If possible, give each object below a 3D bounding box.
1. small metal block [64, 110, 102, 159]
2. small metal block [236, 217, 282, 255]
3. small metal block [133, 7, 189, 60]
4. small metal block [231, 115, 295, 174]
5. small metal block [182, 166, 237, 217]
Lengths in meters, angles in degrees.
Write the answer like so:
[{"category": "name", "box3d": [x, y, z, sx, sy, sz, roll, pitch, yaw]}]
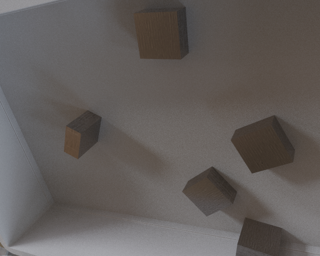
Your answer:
[{"category": "small metal block", "box3d": [-0.114, 0.009, 0.459, 0.025, 0.050, 0.050, 27, 128, 12]}, {"category": "small metal block", "box3d": [0.134, 0.154, 0.417, 0.050, 0.050, 0.025, 12, 123, 22]}, {"category": "small metal block", "box3d": [0.002, -0.104, 0.343, 0.050, 0.025, 0.050, 7, 122, 24]}, {"category": "small metal block", "box3d": [0.119, 0.020, 0.358, 0.050, 0.025, 0.050, -25, 105, 37]}, {"category": "small metal block", "box3d": [0.068, 0.088, 0.427, 0.050, 0.025, 0.050, 46, 129, -4]}]
